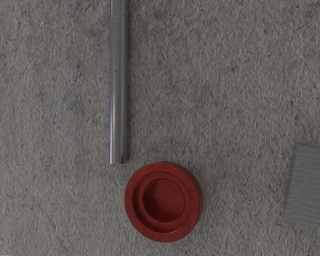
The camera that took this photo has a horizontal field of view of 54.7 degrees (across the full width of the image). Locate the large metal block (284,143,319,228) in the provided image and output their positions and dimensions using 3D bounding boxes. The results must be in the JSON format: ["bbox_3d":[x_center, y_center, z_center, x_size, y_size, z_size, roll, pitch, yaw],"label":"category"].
[{"bbox_3d":[0.182,0.063,0.331,0.080,0.050,0.079,10,93,19],"label":"large metal block"}]

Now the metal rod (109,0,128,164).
[{"bbox_3d":[-0.057,-0.101,0.428,0.025,0.025,0.298,0,90,20],"label":"metal rod"}]

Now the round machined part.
[{"bbox_3d":[0.008,0.091,0.397,0.098,0.042,0.097,0,90,20],"label":"round machined part"}]
